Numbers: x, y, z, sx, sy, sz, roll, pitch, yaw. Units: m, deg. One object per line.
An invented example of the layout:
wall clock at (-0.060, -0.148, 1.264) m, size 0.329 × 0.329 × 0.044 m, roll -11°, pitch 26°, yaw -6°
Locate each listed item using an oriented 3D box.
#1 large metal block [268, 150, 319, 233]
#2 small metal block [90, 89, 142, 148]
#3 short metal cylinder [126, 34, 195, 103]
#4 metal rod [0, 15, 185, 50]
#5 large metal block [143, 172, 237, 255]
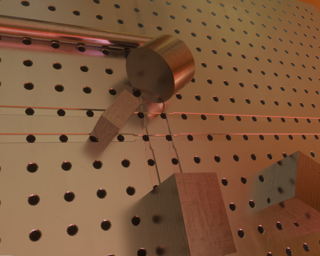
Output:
large metal block at (0.212, 0.093, 0.452) m, size 0.080 × 0.050 × 0.080 m, roll 32°, pitch 51°, yaw -8°
small metal block at (-0.053, -0.011, 0.371) m, size 0.025 × 0.050 × 0.050 m, roll 37°, pitch 51°, yaw -4°
short metal cylinder at (0.000, -0.081, 0.424) m, size 0.080 × 0.080 × 0.050 m, roll 46°, pitch 51°, yaw 3°
metal rod at (-0.097, -0.128, 0.434) m, size 0.303 × 0.025 × 0.025 m, roll -1°, pitch 63°, yaw -29°
large metal block at (0.026, 0.099, 0.328) m, size 0.050 × 0.080 × 0.080 m, roll 4°, pitch 60°, yaw -27°
